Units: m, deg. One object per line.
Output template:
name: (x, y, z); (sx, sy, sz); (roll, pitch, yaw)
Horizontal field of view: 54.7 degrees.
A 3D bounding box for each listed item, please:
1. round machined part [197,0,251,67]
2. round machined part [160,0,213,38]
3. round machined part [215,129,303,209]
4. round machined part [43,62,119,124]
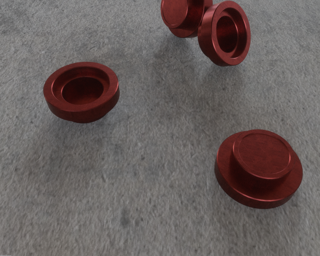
round machined part: (0.098, -0.147, 0.492); (0.042, 0.098, 0.098); (5, 40, 50)
round machined part: (0.038, -0.202, 0.522); (0.042, 0.097, 0.098); (-13, 48, -37)
round machined part: (0.116, 0.040, 0.360); (0.099, 0.042, 0.098); (0, 50, 0)
round machined part: (-0.105, -0.045, 0.428); (0.099, 0.042, 0.098); (0, 50, 0)
